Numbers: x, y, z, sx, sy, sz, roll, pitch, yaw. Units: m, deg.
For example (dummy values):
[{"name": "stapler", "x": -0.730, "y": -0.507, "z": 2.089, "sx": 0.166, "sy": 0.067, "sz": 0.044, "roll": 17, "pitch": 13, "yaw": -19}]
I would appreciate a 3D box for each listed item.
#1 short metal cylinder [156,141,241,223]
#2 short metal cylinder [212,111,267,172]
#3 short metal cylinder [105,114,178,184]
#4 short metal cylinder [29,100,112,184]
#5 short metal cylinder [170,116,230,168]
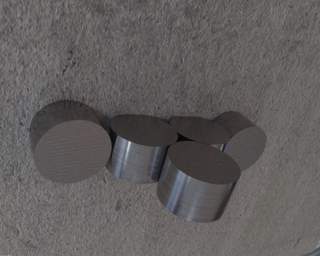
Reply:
[{"name": "short metal cylinder", "x": 0.041, "y": 0.056, "z": 0.340, "sx": 0.081, "sy": 0.080, "sz": 0.050, "roll": 0, "pitch": 119, "yaw": -29}, {"name": "short metal cylinder", "x": 0.111, "y": 0.021, "z": 0.465, "sx": 0.081, "sy": 0.050, "sz": 0.079, "roll": -14, "pitch": 125, "yaw": -21}, {"name": "short metal cylinder", "x": -0.024, "y": 0.023, "z": 0.374, "sx": 0.081, "sy": 0.080, "sz": 0.050, "roll": 0, "pitch": 118, "yaw": -29}, {"name": "short metal cylinder", "x": -0.101, "y": 0.015, "z": 0.346, "sx": 0.081, "sy": 0.050, "sz": 0.079, "roll": -14, "pitch": 125, "yaw": -21}, {"name": "short metal cylinder", "x": 0.047, "y": 0.023, "z": 0.413, "sx": 0.081, "sy": 0.080, "sz": 0.050, "roll": 0, "pitch": 118, "yaw": -29}]
